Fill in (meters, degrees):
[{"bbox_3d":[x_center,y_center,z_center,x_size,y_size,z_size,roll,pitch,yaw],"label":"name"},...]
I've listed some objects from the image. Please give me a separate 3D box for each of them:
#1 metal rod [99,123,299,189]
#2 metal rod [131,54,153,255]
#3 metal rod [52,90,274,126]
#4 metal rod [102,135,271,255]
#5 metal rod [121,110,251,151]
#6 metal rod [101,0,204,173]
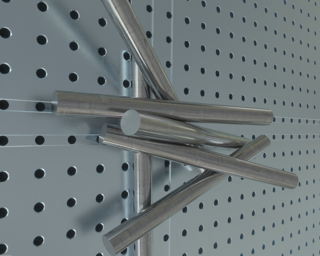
[{"bbox_3d":[0.068,0.043,0.405,0.302,0.025,0.025,16,80,-26],"label":"metal rod"},{"bbox_3d":[-0.022,0.050,0.389,0.025,0.025,0.298,-1,91,-40],"label":"metal rod"},{"bbox_3d":[0.028,-0.020,0.375,0.302,0.025,0.025,2,89,-32],"label":"metal rod"},{"bbox_3d":[0.057,0.075,0.418,0.302,0.025,0.025,-25,106,-35],"label":"metal rod"},{"bbox_3d":[0.061,0.012,0.414,0.302,0.025,0.025,11,83,-53],"label":"metal rod"},{"bbox_3d":[0.002,-0.048,0.379,0.025,0.025,0.299,-51,129,-27],"label":"metal rod"}]
